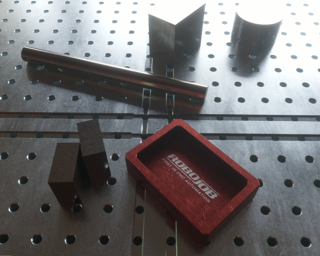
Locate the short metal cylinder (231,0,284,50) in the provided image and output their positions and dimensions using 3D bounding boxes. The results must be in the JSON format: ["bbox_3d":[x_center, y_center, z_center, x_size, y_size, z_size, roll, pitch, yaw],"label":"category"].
[{"bbox_3d":[0.170,-0.182,0.545,0.080,0.050,0.080,0,50,0],"label":"short metal cylinder"}]

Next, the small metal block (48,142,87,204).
[{"bbox_3d":[-0.101,0.051,0.347,0.025,0.050,0.050,-1,50,-1],"label":"small metal block"}]

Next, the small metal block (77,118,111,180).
[{"bbox_3d":[-0.079,0.026,0.369,0.025,0.050,0.050,-13,51,-11],"label":"small metal block"}]

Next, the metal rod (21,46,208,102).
[{"bbox_3d":[-0.076,-0.086,0.478,0.301,0.025,0.025,14,52,11],"label":"metal rod"}]

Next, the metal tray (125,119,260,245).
[{"bbox_3d":[0.034,0.055,0.358,0.091,0.030,0.130,-34,58,-26],"label":"metal tray"}]

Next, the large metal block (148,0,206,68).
[{"bbox_3d":[0.027,-0.159,0.505,0.050,0.080,0.080,31,57,23],"label":"large metal block"}]
